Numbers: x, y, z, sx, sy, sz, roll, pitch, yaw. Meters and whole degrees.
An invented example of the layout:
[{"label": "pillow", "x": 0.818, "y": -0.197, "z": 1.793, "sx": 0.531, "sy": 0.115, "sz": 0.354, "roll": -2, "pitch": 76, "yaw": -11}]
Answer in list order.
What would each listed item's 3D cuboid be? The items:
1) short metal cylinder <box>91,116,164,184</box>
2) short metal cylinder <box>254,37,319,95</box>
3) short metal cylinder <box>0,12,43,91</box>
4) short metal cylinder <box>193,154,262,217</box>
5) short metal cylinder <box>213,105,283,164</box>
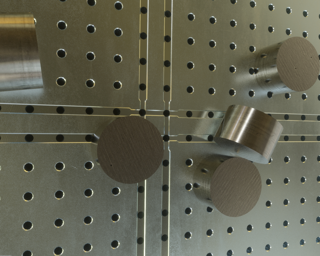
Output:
[{"label": "short metal cylinder", "x": -0.042, "y": 0.025, "z": 0.385, "sx": 0.081, "sy": 0.050, "sz": 0.079, "roll": 0, "pitch": 90, "yaw": -20}, {"label": "short metal cylinder", "x": 0.193, "y": -0.093, "z": 0.472, "sx": 0.081, "sy": 0.050, "sz": 0.079, "roll": 0, "pitch": 90, "yaw": -20}, {"label": "short metal cylinder", "x": -0.155, "y": -0.080, "z": 0.326, "sx": 0.050, "sy": 0.080, "sz": 0.079, "roll": -8, "pitch": 93, "yaw": -20}, {"label": "short metal cylinder", "x": 0.094, "y": 0.079, "z": 0.436, "sx": 0.081, "sy": 0.050, "sz": 0.079, "roll": 0, "pitch": 90, "yaw": -21}, {"label": "short metal cylinder", "x": 0.121, "y": 0.009, "z": 0.430, "sx": 0.080, "sy": 0.080, "sz": 0.050, "roll": 30, "pitch": 80, "yaw": -18}]
